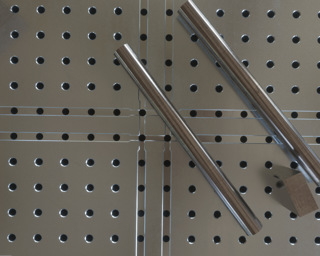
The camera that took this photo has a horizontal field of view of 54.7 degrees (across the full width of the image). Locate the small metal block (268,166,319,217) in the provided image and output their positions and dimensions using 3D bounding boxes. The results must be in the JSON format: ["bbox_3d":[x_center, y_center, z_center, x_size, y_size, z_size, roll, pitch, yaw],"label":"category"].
[{"bbox_3d":[0.172,0.081,0.403,0.025,0.050,0.050,-25,90,0],"label":"small metal block"}]

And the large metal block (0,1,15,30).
[{"bbox_3d":[-0.255,-0.154,0.397,0.080,0.050,0.080,44,90,-1],"label":"large metal block"}]

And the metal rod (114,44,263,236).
[{"bbox_3d":[0.038,0.016,0.413,0.025,0.025,0.299,-37,90,0],"label":"metal rod"}]

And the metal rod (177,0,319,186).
[{"bbox_3d":[0.127,-0.046,0.415,0.025,0.025,0.300,-39,91,0],"label":"metal rod"}]
